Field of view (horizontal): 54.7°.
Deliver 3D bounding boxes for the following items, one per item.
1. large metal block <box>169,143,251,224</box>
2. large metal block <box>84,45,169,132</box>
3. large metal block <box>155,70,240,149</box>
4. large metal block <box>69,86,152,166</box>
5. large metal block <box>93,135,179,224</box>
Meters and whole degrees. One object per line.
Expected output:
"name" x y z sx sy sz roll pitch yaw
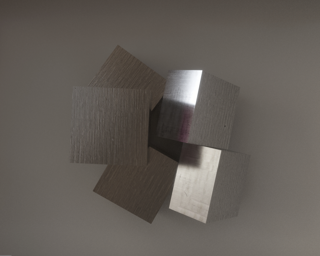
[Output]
"large metal block" 0.063 0.064 0.376 0.050 0.080 0.080 12 90 39
"large metal block" -0.042 -0.045 0.397 0.080 0.050 0.080 36 90 -1
"large metal block" 0.048 -0.021 0.377 0.081 0.050 0.080 11 90 -45
"large metal block" -0.052 -0.002 0.345 0.081 0.050 0.079 3 89 1
"large metal block" -0.026 0.060 0.394 0.080 0.050 0.080 30 90 -1
